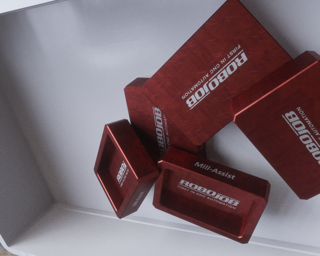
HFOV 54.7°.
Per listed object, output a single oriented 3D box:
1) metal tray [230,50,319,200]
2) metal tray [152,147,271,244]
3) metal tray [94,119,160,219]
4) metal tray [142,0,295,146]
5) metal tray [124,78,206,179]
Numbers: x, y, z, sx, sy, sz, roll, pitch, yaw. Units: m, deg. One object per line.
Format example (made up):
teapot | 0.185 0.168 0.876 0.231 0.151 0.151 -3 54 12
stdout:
metal tray | 0.142 0.003 0.300 0.090 0.030 0.130 -36 111 22
metal tray | 0.059 0.085 0.388 0.130 0.030 0.089 19 129 14
metal tray | -0.052 0.060 0.428 0.090 0.030 0.129 57 147 22
metal tray | 0.057 -0.054 0.321 0.090 0.030 0.130 46 114 -4
metal tray | 0.010 0.002 0.401 0.090 0.030 0.129 6 121 25
